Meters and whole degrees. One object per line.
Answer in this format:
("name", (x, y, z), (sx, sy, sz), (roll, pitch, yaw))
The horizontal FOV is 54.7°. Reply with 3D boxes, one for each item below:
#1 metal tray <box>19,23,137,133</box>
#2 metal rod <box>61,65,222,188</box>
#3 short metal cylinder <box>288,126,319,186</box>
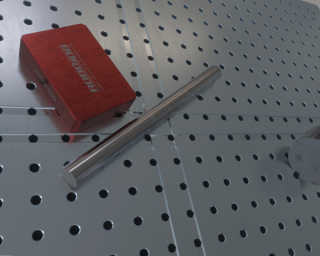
("metal tray", (-0.103, -0.067, 0.391), (0.091, 0.030, 0.130), (-28, 77, -37))
("metal rod", (-0.002, -0.020, 0.418), (0.025, 0.025, 0.302), (48, 51, 5))
("short metal cylinder", (0.250, 0.042, 0.482), (0.050, 0.080, 0.080), (-29, 78, -37))
